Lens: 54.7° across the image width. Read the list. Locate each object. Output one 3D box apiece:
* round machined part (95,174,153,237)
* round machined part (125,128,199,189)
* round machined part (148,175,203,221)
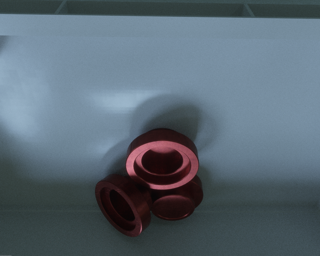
[{"bbox_3d":[-0.050,0.112,0.471,0.098,0.042,0.097,23,128,33],"label":"round machined part"},{"bbox_3d":[0.003,0.038,0.431,0.099,0.042,0.097,0,130,0],"label":"round machined part"},{"bbox_3d":[0.020,0.111,0.492,0.099,0.042,0.097,0,130,0],"label":"round machined part"}]
